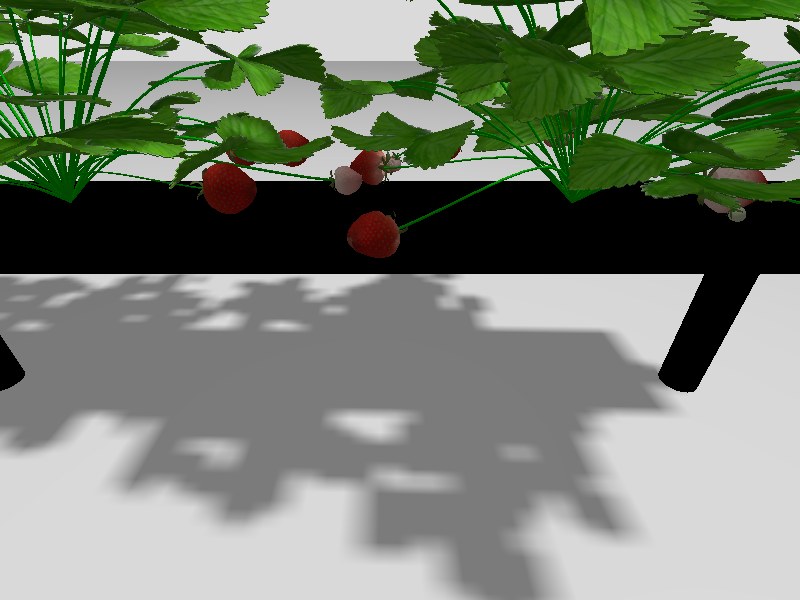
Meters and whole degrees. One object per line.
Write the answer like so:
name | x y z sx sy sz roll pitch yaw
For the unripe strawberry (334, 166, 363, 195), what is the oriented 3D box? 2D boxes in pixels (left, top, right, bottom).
unripe strawberry | -0.048 -0.112 0.376 0.026 0.026 0.025 -3 33 -6

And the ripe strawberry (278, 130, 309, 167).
ripe strawberry | -0.124 -0.177 0.466 0.041 0.040 0.038 -23 39 -32

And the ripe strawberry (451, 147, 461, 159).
ripe strawberry | 0.058 -0.190 0.494 0.030 0.032 0.033 -17 18 -25

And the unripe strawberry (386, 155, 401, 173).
unripe strawberry | -0.008 -0.146 0.434 0.019 0.018 0.021 -46 -2 43

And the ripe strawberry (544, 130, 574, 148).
ripe strawberry | 0.217 -0.236 0.550 0.048 0.050 0.052 8 33 12

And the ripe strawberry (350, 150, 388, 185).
ripe strawberry | -0.031 -0.132 0.395 0.035 0.035 0.038 8 33 14

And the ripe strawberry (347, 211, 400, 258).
ripe strawberry | -0.018 -0.041 0.256 0.031 0.031 0.034 -20 37 -27

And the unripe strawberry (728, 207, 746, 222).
unripe strawberry | 0.271 -0.068 0.321 0.011 0.011 0.011 -48 4 37

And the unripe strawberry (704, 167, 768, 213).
unripe strawberry | 0.279 -0.094 0.331 0.045 0.043 0.041 5 33 7

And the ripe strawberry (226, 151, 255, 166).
ripe strawberry | -0.181 -0.179 0.469 0.039 0.041 0.042 23 39 32

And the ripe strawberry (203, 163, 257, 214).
ripe strawberry | -0.139 -0.092 0.332 0.042 0.041 0.039 4 33 6
